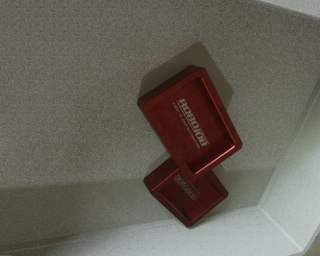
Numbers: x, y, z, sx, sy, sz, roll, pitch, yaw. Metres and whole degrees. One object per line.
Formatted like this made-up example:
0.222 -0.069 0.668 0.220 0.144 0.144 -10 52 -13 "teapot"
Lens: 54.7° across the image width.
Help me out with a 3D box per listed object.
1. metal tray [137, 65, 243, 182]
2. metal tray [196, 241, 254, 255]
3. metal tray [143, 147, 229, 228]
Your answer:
0.042 -0.004 0.403 0.090 0.030 0.130 -34 114 -6 "metal tray"
0.130 0.296 0.662 0.131 0.030 0.089 -2 120 -27 "metal tray"
0.045 0.094 0.487 0.090 0.030 0.130 -40 130 -1 "metal tray"
